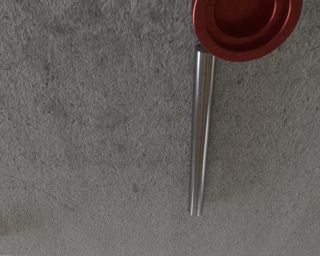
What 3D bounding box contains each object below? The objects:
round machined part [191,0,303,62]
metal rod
[{"bbox_3d":[0.079,-0.117,0.298,0.099,0.042,0.097,-1,130,0],"label":"round machined part"},{"bbox_3d":[0.055,0.027,0.430,0.025,0.025,0.298,-2,130,1],"label":"metal rod"}]
